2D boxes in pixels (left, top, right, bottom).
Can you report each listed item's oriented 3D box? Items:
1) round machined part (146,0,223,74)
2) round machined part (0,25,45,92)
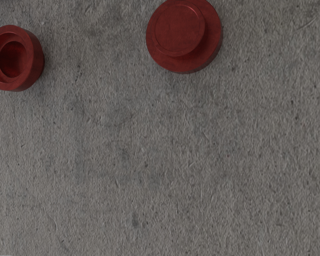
[{"bbox_3d":[0.027,-0.120,0.390,0.098,0.042,0.097,0,90,20],"label":"round machined part"},{"bbox_3d":[-0.219,-0.104,0.477,0.098,0.042,0.097,0,90,20],"label":"round machined part"}]
